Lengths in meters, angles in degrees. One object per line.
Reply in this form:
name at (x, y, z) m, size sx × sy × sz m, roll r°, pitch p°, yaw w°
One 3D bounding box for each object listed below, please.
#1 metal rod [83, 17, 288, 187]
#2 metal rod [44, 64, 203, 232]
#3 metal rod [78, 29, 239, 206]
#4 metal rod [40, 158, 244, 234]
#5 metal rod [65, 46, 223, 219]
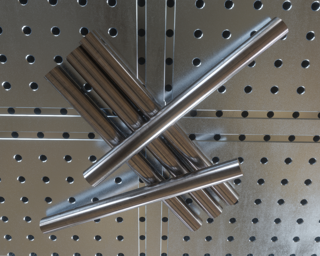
metal rod at (0.028, -0.029, 0.381) m, size 0.300 × 0.025 × 0.025 m, roll -39°, pitch 106°, yaw 4°
metal rod at (-0.040, 0.038, 0.426) m, size 0.025 × 0.025 × 0.300 m, roll -37°, pitch 106°, yaw 12°
metal rod at (0.008, -0.003, 0.412) m, size 0.025 × 0.025 × 0.300 m, roll -39°, pitch 106°, yaw 13°
metal rod at (-0.036, 0.098, 0.427) m, size 0.301 × 0.025 × 0.025 m, roll -20°, pitch 109°, yaw 15°
metal rod at (-0.012, 0.016, 0.419) m, size 0.025 × 0.025 × 0.300 m, roll -37°, pitch 106°, yaw 12°
